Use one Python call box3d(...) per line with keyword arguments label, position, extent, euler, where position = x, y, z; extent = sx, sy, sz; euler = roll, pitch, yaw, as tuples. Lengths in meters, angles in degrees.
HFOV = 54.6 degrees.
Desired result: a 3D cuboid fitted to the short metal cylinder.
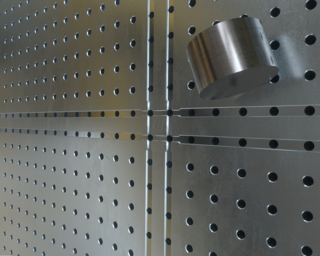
box3d(label="short metal cylinder", position=(0.072, -0.067, 0.315), extent=(0.080, 0.081, 0.050), euler=(-24, 75, 37))
